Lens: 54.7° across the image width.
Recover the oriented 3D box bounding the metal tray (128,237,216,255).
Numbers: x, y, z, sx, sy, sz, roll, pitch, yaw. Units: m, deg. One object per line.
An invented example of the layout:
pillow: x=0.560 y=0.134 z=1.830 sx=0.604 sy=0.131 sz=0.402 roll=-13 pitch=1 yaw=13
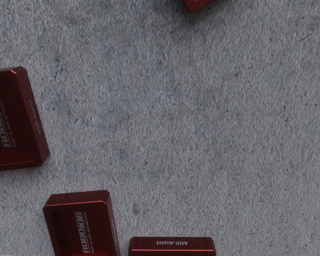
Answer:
metal tray: x=0.018 y=0.217 z=0.487 sx=0.131 sy=0.030 sz=0.089 roll=1 pitch=110 yaw=-1

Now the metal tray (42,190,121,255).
metal tray: x=-0.113 y=0.159 z=0.464 sx=0.091 sy=0.030 sz=0.129 roll=-5 pitch=110 yaw=1

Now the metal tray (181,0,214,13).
metal tray: x=0.037 y=-0.204 z=0.331 sx=0.090 sy=0.030 sz=0.130 roll=-33 pitch=107 yaw=11

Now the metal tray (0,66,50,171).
metal tray: x=-0.206 y=-0.009 z=0.401 sx=0.091 sy=0.030 sz=0.129 roll=-7 pitch=110 yaw=2
